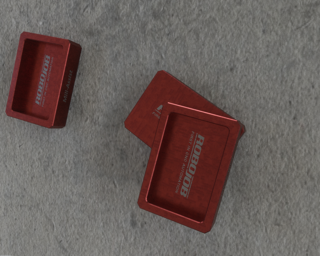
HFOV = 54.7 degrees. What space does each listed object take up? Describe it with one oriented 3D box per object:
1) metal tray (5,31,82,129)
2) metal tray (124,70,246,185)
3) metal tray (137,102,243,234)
[{"bbox_3d":[-0.176,-0.072,0.466,0.090,0.030,0.129,15,95,19],"label":"metal tray"},{"bbox_3d":[0.030,-0.002,0.395,0.130,0.030,0.090,38,102,15],"label":"metal tray"},{"bbox_3d":[0.034,0.043,0.361,0.090,0.030,0.129,17,96,18],"label":"metal tray"}]
